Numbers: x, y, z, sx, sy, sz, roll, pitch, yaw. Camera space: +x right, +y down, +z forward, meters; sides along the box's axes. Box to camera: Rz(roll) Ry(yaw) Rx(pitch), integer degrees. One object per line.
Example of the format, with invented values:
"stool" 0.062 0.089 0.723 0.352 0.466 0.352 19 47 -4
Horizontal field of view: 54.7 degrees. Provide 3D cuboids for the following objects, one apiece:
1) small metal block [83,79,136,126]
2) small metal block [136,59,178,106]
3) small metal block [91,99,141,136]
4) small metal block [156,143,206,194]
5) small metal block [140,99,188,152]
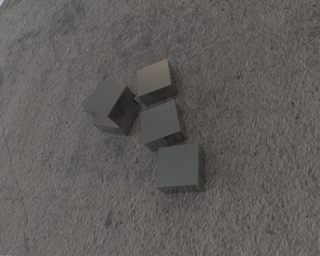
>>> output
"small metal block" -0.071 -0.036 0.431 0.050 0.025 0.050 18 71 35
"small metal block" -0.005 -0.066 0.447 0.050 0.025 0.050 -19 54 17
"small metal block" -0.063 -0.019 0.449 0.050 0.025 0.050 9 66 32
"small metal block" 0.025 0.048 0.361 0.050 0.025 0.050 -9 58 23
"small metal block" 0.004 -0.003 0.403 0.050 0.025 0.050 -20 54 16
